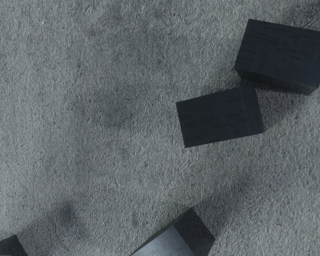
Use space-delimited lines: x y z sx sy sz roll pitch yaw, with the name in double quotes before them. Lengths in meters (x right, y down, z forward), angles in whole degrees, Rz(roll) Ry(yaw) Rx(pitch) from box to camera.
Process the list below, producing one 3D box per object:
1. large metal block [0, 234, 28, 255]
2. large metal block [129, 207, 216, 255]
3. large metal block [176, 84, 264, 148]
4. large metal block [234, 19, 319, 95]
"large metal block" -0.250 0.230 0.484 0.080 0.050 0.080 -41 77 15
"large metal block" 0.013 0.148 0.375 0.080 0.080 0.050 -40 77 15
"large metal block" 0.072 -0.011 0.354 0.080 0.080 0.050 -13 86 19
"large metal block" 0.131 -0.073 0.333 0.080 0.080 0.050 18 96 19
